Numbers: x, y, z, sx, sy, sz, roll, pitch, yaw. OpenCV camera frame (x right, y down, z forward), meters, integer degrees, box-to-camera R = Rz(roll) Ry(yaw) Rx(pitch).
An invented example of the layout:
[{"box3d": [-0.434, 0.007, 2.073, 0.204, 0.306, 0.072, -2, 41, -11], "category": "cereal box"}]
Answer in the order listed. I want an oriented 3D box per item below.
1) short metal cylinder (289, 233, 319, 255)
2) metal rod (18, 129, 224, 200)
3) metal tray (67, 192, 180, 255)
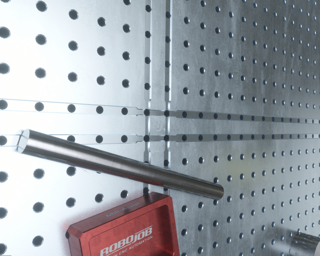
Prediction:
[{"box3d": [0.321, 0.270, 0.663, 0.081, 0.050, 0.080, 0, 90, -40], "category": "short metal cylinder"}, {"box3d": [-0.021, 0.056, 0.391, 0.302, 0.025, 0.025, 22, 76, -38], "category": "metal rod"}, {"box3d": [-0.037, 0.141, 0.374, 0.131, 0.030, 0.089, -13, 99, -39], "category": "metal tray"}]
